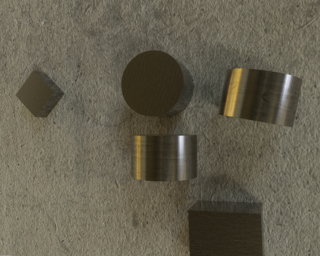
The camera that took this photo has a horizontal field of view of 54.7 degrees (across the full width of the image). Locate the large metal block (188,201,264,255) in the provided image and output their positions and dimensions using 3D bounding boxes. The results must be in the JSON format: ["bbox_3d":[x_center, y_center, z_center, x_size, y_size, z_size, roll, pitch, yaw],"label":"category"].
[{"bbox_3d":[0.080,0.133,0.367,0.080,0.050,0.080,-2,89,20],"label":"large metal block"}]

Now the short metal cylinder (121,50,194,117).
[{"bbox_3d":[-0.002,-0.054,0.396,0.080,0.050,0.079,0,90,20],"label":"short metal cylinder"}]

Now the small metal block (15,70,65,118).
[{"bbox_3d":[-0.183,-0.051,0.474,0.050,0.025,0.050,44,104,14],"label":"small metal block"}]

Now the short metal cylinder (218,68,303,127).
[{"bbox_3d":[0.109,-0.032,0.341,0.080,0.080,0.050,11,94,19],"label":"short metal cylinder"}]

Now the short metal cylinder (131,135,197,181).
[{"bbox_3d":[0.005,0.033,0.378,0.080,0.080,0.050,0,90,20],"label":"short metal cylinder"}]
